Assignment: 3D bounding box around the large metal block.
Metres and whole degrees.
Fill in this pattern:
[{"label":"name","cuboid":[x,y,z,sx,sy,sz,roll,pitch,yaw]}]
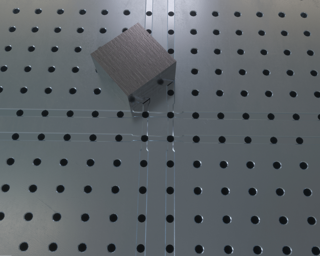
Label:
[{"label":"large metal block","cuboid":[-0.035,-0.084,0.429,0.080,0.050,0.080,-38,74,-13]}]
